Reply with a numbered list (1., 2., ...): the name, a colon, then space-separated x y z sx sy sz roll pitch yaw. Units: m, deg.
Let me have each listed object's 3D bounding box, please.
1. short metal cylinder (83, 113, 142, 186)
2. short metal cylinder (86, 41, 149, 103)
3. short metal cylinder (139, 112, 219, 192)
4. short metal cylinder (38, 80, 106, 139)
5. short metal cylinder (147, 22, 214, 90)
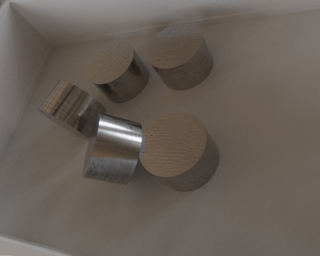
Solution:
1. short metal cylinder: -0.059 0.026 0.377 0.080 0.050 0.080 -165 89 -73
2. short metal cylinder: -0.064 -0.085 0.474 0.080 0.050 0.080 -13 56 20
3. short metal cylinder: 0.023 0.028 0.360 0.080 0.050 0.080 -13 56 20
4. short metal cylinder: -0.126 -0.025 0.450 0.080 0.080 0.050 20 72 35
5. short metal cylinder: 0.029 -0.100 0.435 0.080 0.050 0.080 -13 56 20
